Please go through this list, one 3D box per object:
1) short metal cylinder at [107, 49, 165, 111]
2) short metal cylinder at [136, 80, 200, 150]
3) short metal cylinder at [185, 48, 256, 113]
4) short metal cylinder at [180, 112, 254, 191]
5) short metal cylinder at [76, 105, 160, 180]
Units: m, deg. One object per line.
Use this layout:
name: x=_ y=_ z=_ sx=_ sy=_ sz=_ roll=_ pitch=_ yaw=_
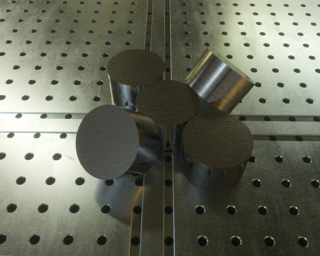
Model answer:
short metal cylinder: x=-0.033 y=-0.070 z=0.449 sx=0.081 sy=0.050 sz=0.080 roll=0 pitch=50 yaw=0
short metal cylinder: x=0.010 y=-0.018 z=0.406 sx=0.081 sy=0.050 sz=0.080 roll=0 pitch=50 yaw=0
short metal cylinder: x=0.081 y=-0.065 z=0.420 sx=0.080 sy=0.050 sz=0.080 roll=32 pitch=21 yaw=-14
short metal cylinder: x=0.065 y=0.027 z=0.369 sx=0.081 sy=0.050 sz=0.080 roll=0 pitch=50 yaw=0
short metal cylinder: x=-0.047 y=0.017 z=0.350 sx=0.080 sy=0.050 sz=0.080 roll=-3 pitch=84 yaw=25
